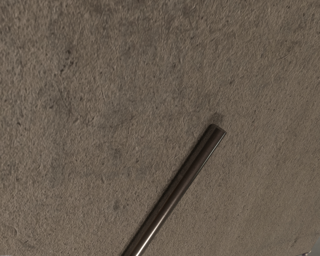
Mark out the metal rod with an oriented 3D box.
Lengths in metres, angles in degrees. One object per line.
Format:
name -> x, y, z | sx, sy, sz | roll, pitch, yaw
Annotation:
metal rod -> 0.010, 0.123, 0.490 | 0.025, 0.025, 0.299 | 22, 106, -37
